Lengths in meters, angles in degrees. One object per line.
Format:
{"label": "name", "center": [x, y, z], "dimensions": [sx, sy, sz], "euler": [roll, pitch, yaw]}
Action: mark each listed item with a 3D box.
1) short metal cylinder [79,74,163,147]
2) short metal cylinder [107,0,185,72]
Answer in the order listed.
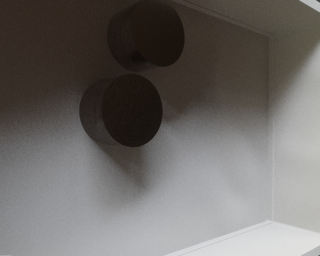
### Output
{"label": "short metal cylinder", "center": [-0.044, -0.019, 0.355], "dimensions": [0.081, 0.050, 0.079], "euler": [0, 90, -40]}
{"label": "short metal cylinder", "center": [-0.016, -0.111, 0.378], "dimensions": [0.081, 0.050, 0.079], "euler": [0, 90, -40]}
